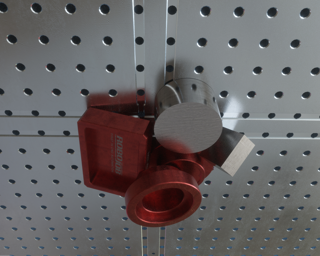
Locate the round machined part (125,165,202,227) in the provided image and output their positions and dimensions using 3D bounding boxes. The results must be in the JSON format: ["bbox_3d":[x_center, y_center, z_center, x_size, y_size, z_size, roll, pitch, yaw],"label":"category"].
[{"bbox_3d":[0.002,0.087,0.412,0.099,0.042,0.097,-7,133,-8],"label":"round machined part"}]

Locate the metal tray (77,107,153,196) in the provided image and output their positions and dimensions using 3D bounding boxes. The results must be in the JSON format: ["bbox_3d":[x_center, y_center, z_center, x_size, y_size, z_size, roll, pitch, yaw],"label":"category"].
[{"bbox_3d":[-0.061,0.039,0.427,0.090,0.030,0.129,13,130,7],"label":"metal tray"}]

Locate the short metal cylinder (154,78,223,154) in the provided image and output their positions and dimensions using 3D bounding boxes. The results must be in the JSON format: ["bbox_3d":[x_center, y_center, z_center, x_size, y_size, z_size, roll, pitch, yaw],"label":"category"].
[{"bbox_3d":[0.033,-0.014,0.383,0.081,0.050,0.079,0,130,0],"label":"short metal cylinder"}]

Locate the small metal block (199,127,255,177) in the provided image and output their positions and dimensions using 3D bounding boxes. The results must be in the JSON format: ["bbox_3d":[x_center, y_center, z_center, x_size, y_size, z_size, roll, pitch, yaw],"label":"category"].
[{"bbox_3d":[0.087,0.029,0.409,0.025,0.050,0.050,39,85,-28],"label":"small metal block"}]

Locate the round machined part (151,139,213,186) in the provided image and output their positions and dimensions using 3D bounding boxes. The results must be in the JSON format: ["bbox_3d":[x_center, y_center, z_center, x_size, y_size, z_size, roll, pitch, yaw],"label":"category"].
[{"bbox_3d":[0.029,0.054,0.446,0.099,0.042,0.097,-1,130,0],"label":"round machined part"}]
